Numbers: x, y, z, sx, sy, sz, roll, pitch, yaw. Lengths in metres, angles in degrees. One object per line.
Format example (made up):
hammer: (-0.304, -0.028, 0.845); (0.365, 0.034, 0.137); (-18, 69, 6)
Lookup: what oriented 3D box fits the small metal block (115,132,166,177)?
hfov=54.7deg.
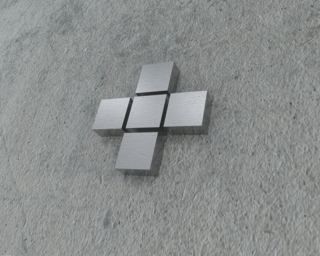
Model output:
small metal block: (-0.024, 0.034, 0.396); (0.050, 0.025, 0.050); (-2, 61, 27)

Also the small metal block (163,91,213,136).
small metal block: (0.037, -0.018, 0.396); (0.050, 0.025, 0.050); (-2, 61, 27)

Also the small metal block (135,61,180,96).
small metal block: (-0.002, -0.066, 0.446); (0.050, 0.025, 0.050); (-2, 61, 27)

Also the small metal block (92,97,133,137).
small metal block: (-0.064, -0.015, 0.446); (0.050, 0.025, 0.050); (-2, 61, 27)

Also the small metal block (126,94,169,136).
small metal block: (-0.013, -0.017, 0.421); (0.050, 0.025, 0.050); (-2, 61, 27)
